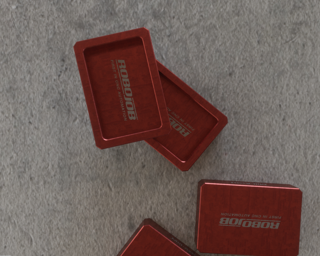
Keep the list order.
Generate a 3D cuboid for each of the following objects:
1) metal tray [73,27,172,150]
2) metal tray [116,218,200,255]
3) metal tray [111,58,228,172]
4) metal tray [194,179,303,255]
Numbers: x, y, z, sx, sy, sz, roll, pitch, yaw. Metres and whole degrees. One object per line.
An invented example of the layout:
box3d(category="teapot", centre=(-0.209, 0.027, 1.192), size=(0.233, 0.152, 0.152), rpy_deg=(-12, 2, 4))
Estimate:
box3d(category="metal tray", centre=(-0.044, -0.047, 0.376), size=(0.091, 0.030, 0.129), rpy_deg=(-13, 90, -1))
box3d(category="metal tray", centre=(0.007, 0.194, 0.408), size=(0.130, 0.030, 0.090), rpy_deg=(37, 90, -1))
box3d(category="metal tray", centre=(0.010, -0.017, 0.407), size=(0.130, 0.030, 0.090), rpy_deg=(39, 90, -1))
box3d(category="metal tray", centre=(0.115, 0.118, 0.409), size=(0.131, 0.030, 0.089), rpy_deg=(4, 90, -1))
